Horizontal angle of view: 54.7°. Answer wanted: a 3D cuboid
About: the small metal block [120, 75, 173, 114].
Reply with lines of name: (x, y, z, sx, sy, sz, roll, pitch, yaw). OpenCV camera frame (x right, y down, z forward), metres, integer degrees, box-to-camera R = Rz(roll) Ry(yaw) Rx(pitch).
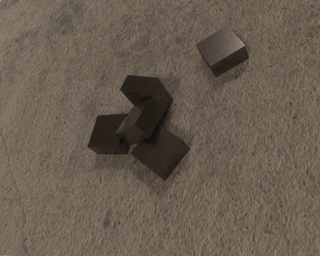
small metal block: (-0.018, -0.046, 0.424, 0.050, 0.050, 0.025, 11, 67, 32)

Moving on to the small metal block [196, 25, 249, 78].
small metal block: (0.084, -0.105, 0.423, 0.050, 0.025, 0.050, -30, 52, 8)

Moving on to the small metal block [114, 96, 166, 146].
small metal block: (-0.026, -0.008, 0.400, 0.050, 0.025, 0.050, -24, 30, 50)

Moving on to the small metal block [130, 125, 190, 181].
small metal block: (0.000, 0.029, 0.385, 0.050, 0.025, 0.050, 32, 80, 37)

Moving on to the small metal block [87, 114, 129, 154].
small metal block: (-0.067, 0.009, 0.432, 0.050, 0.025, 0.050, -2, 61, 27)
